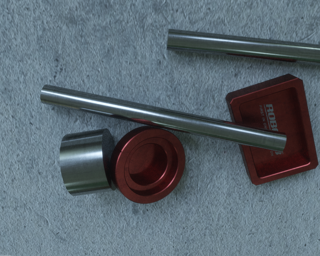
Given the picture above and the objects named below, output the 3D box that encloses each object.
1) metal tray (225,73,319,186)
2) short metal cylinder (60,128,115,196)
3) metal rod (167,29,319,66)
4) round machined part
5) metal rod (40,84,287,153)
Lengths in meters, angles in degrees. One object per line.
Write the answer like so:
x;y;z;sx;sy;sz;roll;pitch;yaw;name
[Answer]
0.148;0.004;0.410;0.090;0.030;0.129;-18;109;6;metal tray
-0.088;0.043;0.396;0.050;0.080;0.079;-8;110;3;short metal cylinder
0.159;-0.092;0.377;0.302;0.025;0.025;5;110;-2;metal rod
-0.019;0.044;0.402;0.099;0.042;0.097;-7;105;-29;round machined part
0.002;-0.013;0.385;0.302;0.025;0.025;12;110;3;metal rod
